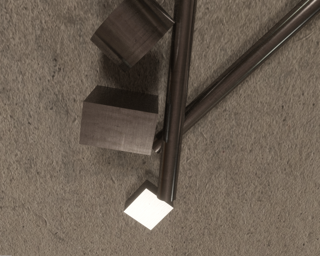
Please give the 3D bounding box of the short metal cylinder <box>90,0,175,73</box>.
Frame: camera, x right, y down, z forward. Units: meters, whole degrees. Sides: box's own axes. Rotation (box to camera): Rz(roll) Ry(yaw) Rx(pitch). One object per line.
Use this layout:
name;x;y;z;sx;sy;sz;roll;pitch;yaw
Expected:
short metal cylinder;-0.030;-0.107;0.341;0.080;0.080;0.050;-42;105;14

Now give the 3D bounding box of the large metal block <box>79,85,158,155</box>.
large metal block;-0.046;-0.012;0.375;0.081;0.080;0.050;9;110;-4

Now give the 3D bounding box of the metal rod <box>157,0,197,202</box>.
metal rod;0.021;-0.054;0.371;0.025;0.025;0.298;5;103;-2

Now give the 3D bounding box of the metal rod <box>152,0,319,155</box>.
metal rod;0.100;-0.072;0.384;0.299;0.025;0.025;-43;105;13

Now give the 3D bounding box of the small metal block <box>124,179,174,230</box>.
small metal block;-0.016;0.112;0.451;0.050;0.025;0.050;39;105;-13
